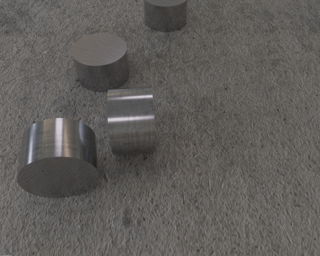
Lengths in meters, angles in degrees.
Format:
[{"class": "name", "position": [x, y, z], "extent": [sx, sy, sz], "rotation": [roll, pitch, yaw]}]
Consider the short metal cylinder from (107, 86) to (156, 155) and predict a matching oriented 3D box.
[{"class": "short metal cylinder", "position": [-0.033, -0.009, 0.375], "extent": [0.050, 0.080, 0.080], "rotation": [-4, 50, -3]}]

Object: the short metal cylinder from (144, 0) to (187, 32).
[{"class": "short metal cylinder", "position": [0.010, -0.222, 0.574], "extent": [0.080, 0.050, 0.080], "rotation": [0, 50, 0]}]

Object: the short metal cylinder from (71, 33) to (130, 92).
[{"class": "short metal cylinder", "position": [-0.088, -0.100, 0.470], "extent": [0.080, 0.050, 0.080], "rotation": [0, 50, 0]}]

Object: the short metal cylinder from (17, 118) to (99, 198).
[{"class": "short metal cylinder", "position": [-0.109, 0.034, 0.338], "extent": [0.081, 0.080, 0.050], "rotation": [-8, 51, -7]}]
